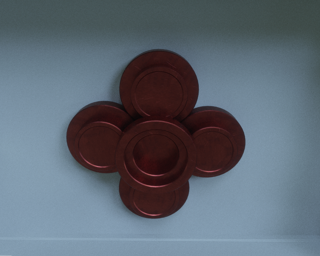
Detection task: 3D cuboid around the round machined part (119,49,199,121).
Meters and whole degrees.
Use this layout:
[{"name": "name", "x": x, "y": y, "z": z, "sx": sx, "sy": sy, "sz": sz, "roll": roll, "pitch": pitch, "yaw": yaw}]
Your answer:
[{"name": "round machined part", "x": -0.001, "y": -0.046, "z": 0.382, "sx": 0.099, "sy": 0.042, "sz": 0.097, "roll": 0, "pitch": 110, "yaw": 0}]

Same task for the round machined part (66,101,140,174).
[{"name": "round machined part", "x": -0.073, "y": 0.017, "z": 0.405, "sx": 0.099, "sy": 0.042, "sz": 0.097, "roll": 0, "pitch": 110, "yaw": 0}]

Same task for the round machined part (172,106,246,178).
[{"name": "round machined part", "x": 0.064, "y": 0.023, "z": 0.409, "sx": 0.099, "sy": 0.042, "sz": 0.097, "roll": 0, "pitch": 110, "yaw": 0}]

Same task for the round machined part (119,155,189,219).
[{"name": "round machined part", "x": -0.008, "y": 0.086, "z": 0.431, "sx": 0.099, "sy": 0.042, "sz": 0.097, "roll": -1, "pitch": 109, "yaw": -1}]

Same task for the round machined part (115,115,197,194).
[{"name": "round machined part", "x": -0.005, "y": 0.030, "z": 0.389, "sx": 0.099, "sy": 0.042, "sz": 0.097, "roll": 0, "pitch": 110, "yaw": 0}]
